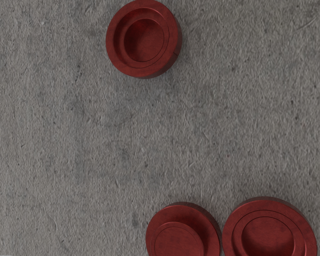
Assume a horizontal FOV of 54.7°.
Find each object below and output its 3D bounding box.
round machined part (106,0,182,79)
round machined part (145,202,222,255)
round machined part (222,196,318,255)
[{"bbox_3d":[-0.018,-0.113,0.406,0.098,0.042,0.097,0,90,20],"label":"round machined part"},{"bbox_3d":[0.027,0.146,0.390,0.098,0.042,0.097,0,90,20],"label":"round machined part"},{"bbox_3d":[0.124,0.127,0.356,0.098,0.042,0.097,0,90,20],"label":"round machined part"}]
